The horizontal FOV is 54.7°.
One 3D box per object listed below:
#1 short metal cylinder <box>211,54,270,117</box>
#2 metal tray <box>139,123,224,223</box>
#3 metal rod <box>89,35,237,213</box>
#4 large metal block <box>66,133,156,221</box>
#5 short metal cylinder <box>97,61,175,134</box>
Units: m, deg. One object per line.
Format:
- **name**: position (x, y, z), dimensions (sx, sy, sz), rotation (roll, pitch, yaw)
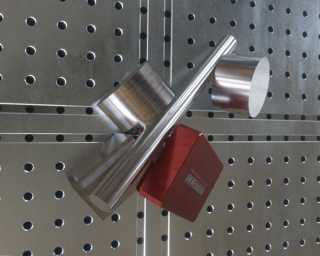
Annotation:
- **short metal cylinder**: position (0.111, -0.058, 0.420), dimensions (0.081, 0.050, 0.079), rotation (-29, 126, -50)
- **metal tray**: position (0.033, 0.061, 0.381), dimensions (0.090, 0.030, 0.130), rotation (-59, 149, -10)
- **metal rod**: position (0.023, -0.028, 0.365), dimensions (0.025, 0.025, 0.301), rotation (49, 54, -14)
- **large metal block**: position (-0.058, 0.051, 0.362), dimensions (0.080, 0.080, 0.050), rotation (-41, 104, -15)
- **short metal cylinder**: position (-0.029, -0.036, 0.373), dimensions (0.080, 0.080, 0.050), rotation (-45, 105, -15)
